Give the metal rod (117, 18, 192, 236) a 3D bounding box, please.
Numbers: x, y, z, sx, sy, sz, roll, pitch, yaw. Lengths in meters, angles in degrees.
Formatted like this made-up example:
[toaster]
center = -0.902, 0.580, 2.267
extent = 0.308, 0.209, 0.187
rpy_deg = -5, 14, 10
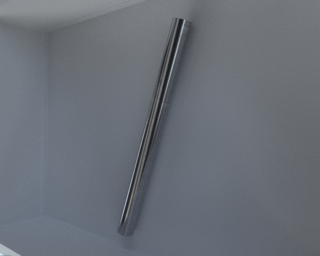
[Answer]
[metal rod]
center = -0.011, 0.008, 0.414
extent = 0.025, 0.025, 0.298
rpy_deg = 25, 106, 37
